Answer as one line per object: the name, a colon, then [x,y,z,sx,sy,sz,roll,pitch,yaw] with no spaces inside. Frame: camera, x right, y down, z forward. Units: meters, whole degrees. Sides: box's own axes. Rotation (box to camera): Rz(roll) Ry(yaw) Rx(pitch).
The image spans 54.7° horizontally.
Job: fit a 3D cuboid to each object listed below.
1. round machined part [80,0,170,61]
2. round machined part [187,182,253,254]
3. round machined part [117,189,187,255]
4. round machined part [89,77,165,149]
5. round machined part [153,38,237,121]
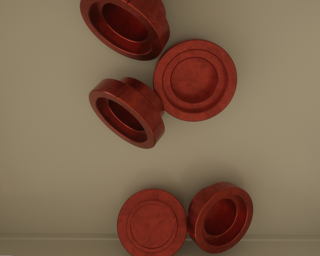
round machined part: [-0.033,-0.122,0.337,0.098,0.098,0.042,31,71,-12]
round machined part: [0.079,0.121,0.434,0.099,0.042,0.097,-8,107,-26]
round machined part: [-0.010,0.133,0.428,0.099,0.042,0.098,0,78,0]
round machined part: [-0.034,-0.023,0.374,0.098,0.098,0.042,46,64,-15]
round machined part: [0.041,-0.060,0.381,0.099,0.042,0.097,0,110,-1]
